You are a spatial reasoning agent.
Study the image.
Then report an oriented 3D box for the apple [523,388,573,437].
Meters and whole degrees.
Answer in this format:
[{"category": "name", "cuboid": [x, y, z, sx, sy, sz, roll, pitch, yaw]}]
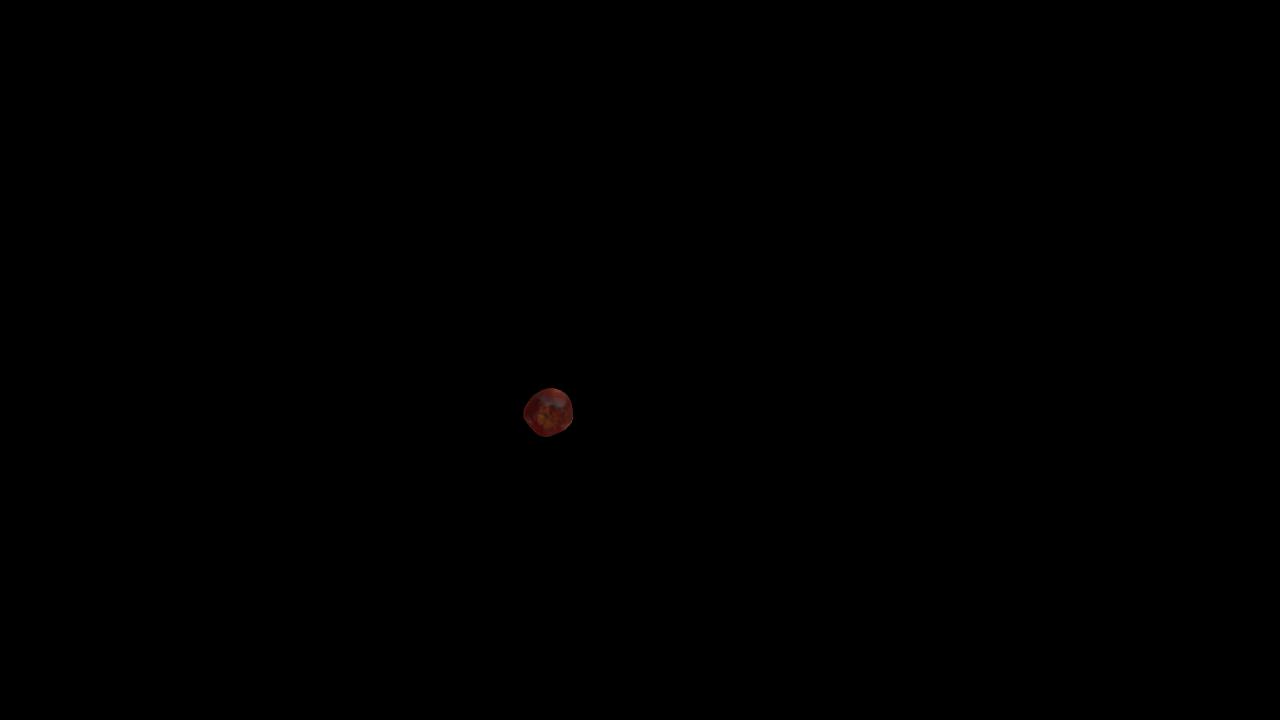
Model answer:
[{"category": "apple", "cuboid": [-0.146, 0.084, 0.980, 0.079, 0.079, 0.093, 0, 8, -4]}]
